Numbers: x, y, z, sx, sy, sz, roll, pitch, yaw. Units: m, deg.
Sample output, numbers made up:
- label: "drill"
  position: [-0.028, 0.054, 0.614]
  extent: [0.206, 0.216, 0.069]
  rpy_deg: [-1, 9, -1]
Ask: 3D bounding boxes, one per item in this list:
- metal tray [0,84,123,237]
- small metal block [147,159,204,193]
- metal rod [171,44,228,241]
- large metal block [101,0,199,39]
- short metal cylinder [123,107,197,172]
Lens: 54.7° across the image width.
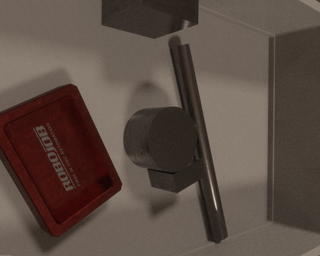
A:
- label: "metal tray"
  position: [-0.103, 0.031, 0.317]
  extent: [0.091, 0.030, 0.129]
  rpy_deg: [-34, 111, -35]
- label: "small metal block"
  position: [0.021, 0.060, 0.410]
  extent: [0.050, 0.050, 0.025]
  rpy_deg: [-22, 104, -38]
- label: "metal rod"
  position: [0.062, 0.028, 0.460]
  extent: [0.025, 0.025, 0.298]
  rpy_deg: [-22, 104, -38]
- label: "large metal block"
  position: [-0.012, -0.146, 0.362]
  extent: [0.081, 0.080, 0.050]
  rpy_deg: [1, 89, -40]
- label: "short metal cylinder"
  position: [0.001, 0.014, 0.393]
  extent: [0.081, 0.050, 0.079]
  rpy_deg: [0, 90, -40]
